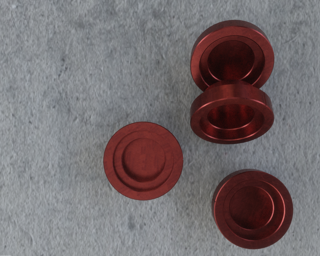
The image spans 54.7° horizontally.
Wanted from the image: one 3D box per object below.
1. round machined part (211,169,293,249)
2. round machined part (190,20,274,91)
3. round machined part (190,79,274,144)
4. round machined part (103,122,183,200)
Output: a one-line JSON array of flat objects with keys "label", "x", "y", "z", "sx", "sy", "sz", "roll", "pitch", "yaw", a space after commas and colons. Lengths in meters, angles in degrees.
[{"label": "round machined part", "x": 0.116, "y": 0.101, "z": 0.403, "sx": 0.099, "sy": 0.042, "sz": 0.097, "roll": 0, "pitch": 90, "yaw": -1}, {"label": "round machined part", "x": 0.087, "y": -0.087, "z": 0.387, "sx": 0.099, "sy": 0.042, "sz": 0.097, "roll": 3, "pitch": 129, "yaw": 4}, {"label": "round machined part", "x": 0.087, "y": -0.023, "z": 0.384, "sx": 0.099, "sy": 0.097, "sz": 0.042, "roll": 4, "pitch": 56, "yaw": -1}, {"label": "round machined part", "x": -0.020, "y": 0.041, "z": 0.401, "sx": 0.099, "sy": 0.042, "sz": 0.097, "roll": 0, "pitch": 90, "yaw": -1}]
